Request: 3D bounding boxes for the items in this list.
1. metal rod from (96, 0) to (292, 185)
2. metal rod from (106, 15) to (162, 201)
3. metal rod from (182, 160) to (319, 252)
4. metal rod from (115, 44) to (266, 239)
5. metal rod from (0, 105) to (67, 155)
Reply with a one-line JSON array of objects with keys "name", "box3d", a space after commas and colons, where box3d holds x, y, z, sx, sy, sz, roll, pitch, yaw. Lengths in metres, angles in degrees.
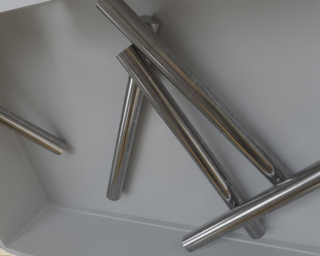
[{"name": "metal rod", "box3d": [0.050, -0.030, 0.342, 0.300, 0.025, 0.025, 44, 129, -11]}, {"name": "metal rod", "box3d": [-0.044, -0.004, 0.427, 0.025, 0.025, 0.298, 25, 127, 12]}, {"name": "metal rod", "box3d": [0.129, 0.081, 0.354, 0.025, 0.025, 0.299, 44, 126, -3]}, {"name": "metal rod", "box3d": [0.048, 0.028, 0.382, 0.025, 0.025, 0.300, -24, 111, 36]}, {"name": "metal rod", "box3d": [-0.266, -0.041, 0.436, 0.025, 0.025, 0.301, -25, 132, 37]}]
